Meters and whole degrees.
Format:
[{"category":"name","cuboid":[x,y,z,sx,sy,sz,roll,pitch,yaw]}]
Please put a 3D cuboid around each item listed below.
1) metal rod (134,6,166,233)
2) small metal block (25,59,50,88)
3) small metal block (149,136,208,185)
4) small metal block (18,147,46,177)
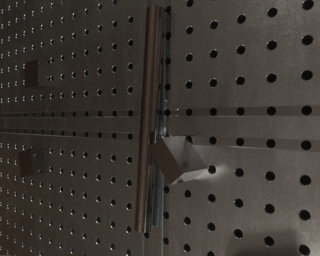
[{"category":"metal rod","cuboid":[-0.014,-0.009,0.418,0.025,0.025,0.298,6,94,39]},{"category":"small metal block","cuboid":[-0.239,-0.104,0.603,0.050,0.025,0.050,-2,89,39]},{"category":"small metal block","cuboid":[0.022,0.038,0.373,0.025,0.050,0.050,-46,63,30]},{"category":"small metal block","cuboid":[-0.255,0.069,0.616,0.050,0.025,0.050,-18,79,38]}]
